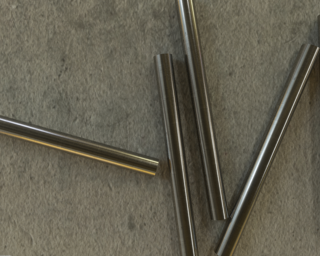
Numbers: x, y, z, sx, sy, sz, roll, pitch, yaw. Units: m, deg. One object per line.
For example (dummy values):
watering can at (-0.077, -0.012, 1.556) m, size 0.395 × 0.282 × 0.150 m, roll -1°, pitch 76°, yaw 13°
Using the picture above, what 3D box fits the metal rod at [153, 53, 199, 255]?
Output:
metal rod at (0.023, 0.052, 0.410) m, size 0.025 × 0.025 × 0.298 m, roll -8°, pitch 90°, yaw 0°

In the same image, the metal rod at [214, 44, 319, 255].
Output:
metal rod at (0.142, 0.031, 0.411) m, size 0.025 × 0.025 × 0.299 m, roll 23°, pitch 90°, yaw -1°

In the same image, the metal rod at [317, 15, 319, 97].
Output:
metal rod at (0.229, -0.001, 0.413) m, size 0.025 × 0.025 × 0.298 m, roll -2°, pitch 90°, yaw -1°

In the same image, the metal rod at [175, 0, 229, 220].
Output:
metal rod at (0.055, -0.029, 0.410) m, size 0.025 × 0.025 × 0.298 m, roll -9°, pitch 90°, yaw 0°

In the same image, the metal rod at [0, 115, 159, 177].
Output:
metal rod at (-0.150, 0.013, 0.407) m, size 0.302 × 0.025 × 0.025 m, roll 16°, pitch 90°, yaw -1°
